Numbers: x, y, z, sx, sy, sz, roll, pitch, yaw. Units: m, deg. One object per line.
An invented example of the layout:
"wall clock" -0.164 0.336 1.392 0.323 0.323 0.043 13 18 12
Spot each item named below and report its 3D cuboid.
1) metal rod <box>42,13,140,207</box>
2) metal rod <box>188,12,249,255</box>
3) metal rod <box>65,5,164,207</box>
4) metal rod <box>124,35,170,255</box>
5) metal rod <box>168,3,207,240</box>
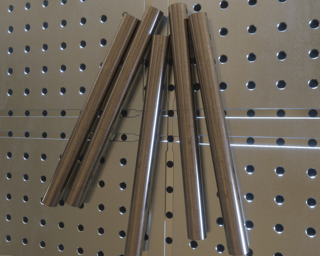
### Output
"metal rod" -0.102 -0.019 0.448 0.025 0.025 0.299 29 99 17
"metal rod" 0.072 0.004 0.387 0.025 0.025 0.299 -11 86 20
"metal rod" -0.067 -0.024 0.437 0.025 0.025 0.299 27 99 18
"metal rod" -0.017 0.027 0.419 0.025 0.025 0.298 9 93 20
"metal rod" 0.035 -0.009 0.400 0.025 0.025 0.298 -5 88 20
